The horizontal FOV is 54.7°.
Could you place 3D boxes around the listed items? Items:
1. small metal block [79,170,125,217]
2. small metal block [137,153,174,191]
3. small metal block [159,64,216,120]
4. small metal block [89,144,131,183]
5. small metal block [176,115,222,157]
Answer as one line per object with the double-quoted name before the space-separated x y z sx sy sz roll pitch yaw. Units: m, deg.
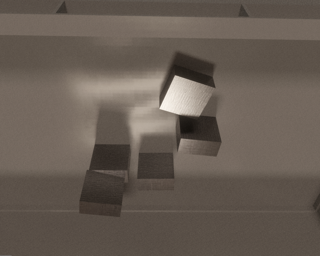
"small metal block" -0.073 0.083 0.397 0.050 0.050 0.025 7 130 -7
"small metal block" -0.006 0.062 0.446 0.050 0.050 0.025 0 130 0
"small metal block" 0.032 -0.042 0.374 0.050 0.025 0.050 16 128 -14
"small metal block" -0.068 0.049 0.433 0.050 0.050 0.025 1 130 -1
"small metal block" 0.048 0.008 0.401 0.050 0.050 0.025 6 130 -6
